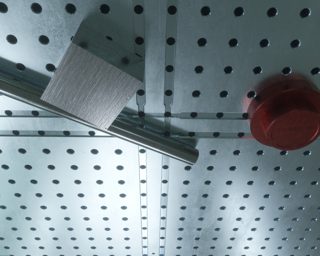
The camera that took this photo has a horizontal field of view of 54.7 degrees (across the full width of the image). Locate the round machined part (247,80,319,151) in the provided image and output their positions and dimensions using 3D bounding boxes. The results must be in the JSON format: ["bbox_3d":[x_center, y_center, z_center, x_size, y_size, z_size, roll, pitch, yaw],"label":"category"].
[{"bbox_3d":[0.165,-0.009,0.395,0.099,0.042,0.097,-1,130,0],"label":"round machined part"}]

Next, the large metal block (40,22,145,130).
[{"bbox_3d":[-0.073,-0.055,0.347,0.080,0.050,0.080,28,125,-22],"label":"large metal block"}]

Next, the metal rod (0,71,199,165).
[{"bbox_3d":[-0.083,-0.011,0.400,0.302,0.025,0.025,22,127,-18],"label":"metal rod"}]
